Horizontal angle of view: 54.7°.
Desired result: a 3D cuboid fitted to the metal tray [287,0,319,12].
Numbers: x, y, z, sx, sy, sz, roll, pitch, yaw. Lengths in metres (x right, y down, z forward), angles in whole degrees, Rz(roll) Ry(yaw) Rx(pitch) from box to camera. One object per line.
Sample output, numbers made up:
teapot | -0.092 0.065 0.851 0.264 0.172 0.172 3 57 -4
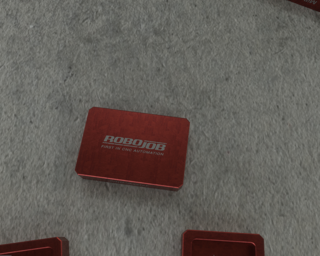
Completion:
metal tray | 0.240 -0.241 0.497 0.130 0.030 0.090 24 72 8

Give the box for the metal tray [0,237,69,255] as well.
metal tray | -0.168 0.175 0.339 0.131 0.030 0.090 -7 70 -3

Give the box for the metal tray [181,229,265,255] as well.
metal tray | 0.067 0.182 0.339 0.091 0.030 0.130 4 70 1

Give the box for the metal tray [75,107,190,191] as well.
metal tray | -0.032 0.026 0.395 0.131 0.030 0.090 7 70 2
